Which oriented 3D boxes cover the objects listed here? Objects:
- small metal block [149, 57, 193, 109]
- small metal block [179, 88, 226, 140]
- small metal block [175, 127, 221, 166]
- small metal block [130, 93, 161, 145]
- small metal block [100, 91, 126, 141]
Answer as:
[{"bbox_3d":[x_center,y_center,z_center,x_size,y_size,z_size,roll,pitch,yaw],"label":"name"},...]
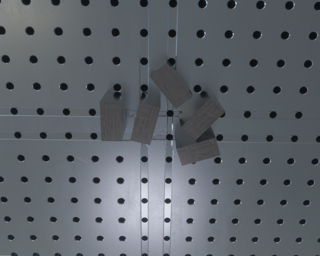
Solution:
[{"bbox_3d":[0.013,-0.056,0.379,0.025,0.050,0.050,-36,106,12],"label":"small metal block"},{"bbox_3d":[0.052,-0.019,0.393,0.025,0.050,0.050,41,105,-14],"label":"small metal block"},{"bbox_3d":[0.048,0.021,0.408,0.050,0.050,0.025,-16,109,6],"label":"small metal block"},{"bbox_3d":[-0.018,-0.013,0.395,0.025,0.050,0.050,14,110,-5],"label":"small metal block"},{"bbox_3d":[-0.058,-0.016,0.394,0.025,0.050,0.050,2,110,-1],"label":"small metal block"}]
